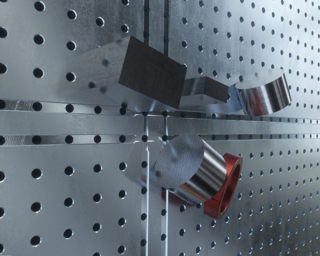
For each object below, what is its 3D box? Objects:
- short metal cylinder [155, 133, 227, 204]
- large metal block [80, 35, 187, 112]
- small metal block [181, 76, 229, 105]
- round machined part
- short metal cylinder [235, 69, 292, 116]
[{"bbox_3d":[0.040,0.053,0.409,0.050,0.080,0.080,39,66,-33],"label":"short metal cylinder"},{"bbox_3d":[-0.030,-0.055,0.350,0.080,0.080,0.050,21,77,-39],"label":"large metal block"},{"bbox_3d":[0.062,-0.053,0.447,0.050,0.050,0.025,15,81,-40],"label":"small metal block"},{"bbox_3d":[0.083,0.081,0.453,0.099,0.042,0.097,-46,146,-44],"label":"round machined part"},{"bbox_3d":[0.174,-0.061,0.522,0.080,0.080,0.050,-37,113,-34],"label":"short metal cylinder"}]
